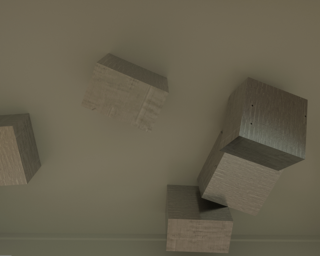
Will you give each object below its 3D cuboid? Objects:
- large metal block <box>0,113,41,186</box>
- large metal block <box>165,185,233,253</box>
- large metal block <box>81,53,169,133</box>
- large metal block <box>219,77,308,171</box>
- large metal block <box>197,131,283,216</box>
[{"bbox_3d":[-0.213,0.029,0.407,0.080,0.050,0.079,-4,110,1],"label":"large metal block"},{"bbox_3d":[0.049,0.122,0.427,0.081,0.080,0.050,3,110,-1],"label":"large metal block"},{"bbox_3d":[-0.038,-0.044,0.365,0.080,0.080,0.050,22,109,-8],"label":"large metal block"},{"bbox_3d":[0.126,-0.004,0.375,0.080,0.080,0.050,19,153,-7],"label":"large metal block"},{"bbox_3d":[0.106,0.062,0.421,0.080,0.050,0.079,20,109,-8],"label":"large metal block"}]
